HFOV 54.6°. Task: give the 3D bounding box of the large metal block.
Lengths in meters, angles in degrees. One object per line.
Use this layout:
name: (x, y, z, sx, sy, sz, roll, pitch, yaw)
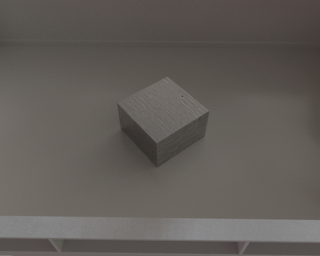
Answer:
large metal block: (0.003, -0.010, 0.398, 0.080, 0.050, 0.080, -31, 57, -23)
